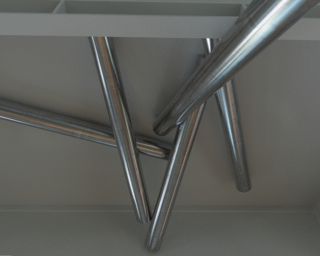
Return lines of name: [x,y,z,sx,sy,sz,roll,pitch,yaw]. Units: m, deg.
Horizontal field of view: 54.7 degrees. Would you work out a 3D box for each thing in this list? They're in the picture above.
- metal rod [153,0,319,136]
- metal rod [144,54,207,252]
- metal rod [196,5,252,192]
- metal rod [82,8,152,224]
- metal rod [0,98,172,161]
metal rod: [0.036,-0.036,0.270,0.025,0.025,0.299,12,164,-10]
metal rod: [0.022,0.051,0.410,0.025,0.025,0.298,10,116,-9]
metal rod: [0.089,-0.007,0.384,0.025,0.025,0.299,-13,135,11]
metal rod: [-0.045,0.009,0.387,0.025,0.025,0.298,-7,122,5]
metal rod: [-0.117,-0.001,0.405,0.302,0.025,0.025,15,128,-14]
